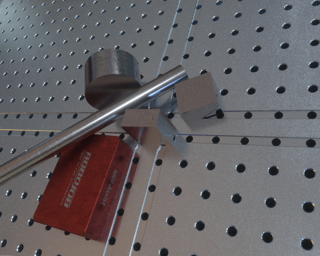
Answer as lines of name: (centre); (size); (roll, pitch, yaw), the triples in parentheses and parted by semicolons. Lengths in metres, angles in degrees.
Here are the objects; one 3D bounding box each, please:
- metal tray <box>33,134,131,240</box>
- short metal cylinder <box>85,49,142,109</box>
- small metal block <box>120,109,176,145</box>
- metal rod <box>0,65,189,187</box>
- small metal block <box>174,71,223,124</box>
metal tray: (-0.102, 0.072, 0.413); (0.090, 0.030, 0.130); (4, 64, 29)
short metal cylinder: (-0.068, -0.067, 0.448); (0.080, 0.080, 0.050); (-21, 54, 15)
small metal block: (-0.014, -0.001, 0.399); (0.050, 0.050, 0.025); (1, 62, 28)
metal rod: (-0.097, -0.002, 0.420); (0.301, 0.025, 0.025); (-30, 52, -3)
small metal block: (0.050, -0.040, 0.406); (0.050, 0.025, 0.050); (-18, 55, 17)
